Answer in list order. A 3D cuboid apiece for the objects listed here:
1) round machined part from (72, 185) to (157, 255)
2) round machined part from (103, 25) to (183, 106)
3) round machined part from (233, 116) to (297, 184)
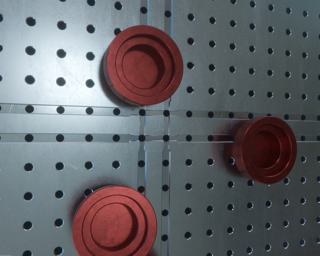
[{"bbox_3d":[-0.056,0.119,0.378,0.099,0.042,0.097,3,80,-15],"label":"round machined part"},{"bbox_3d":[-0.024,-0.076,0.396,0.099,0.042,0.097,0,90,-21],"label":"round machined part"},{"bbox_3d":[0.150,0.031,0.461,0.099,0.042,0.097,0,90,-21],"label":"round machined part"}]
